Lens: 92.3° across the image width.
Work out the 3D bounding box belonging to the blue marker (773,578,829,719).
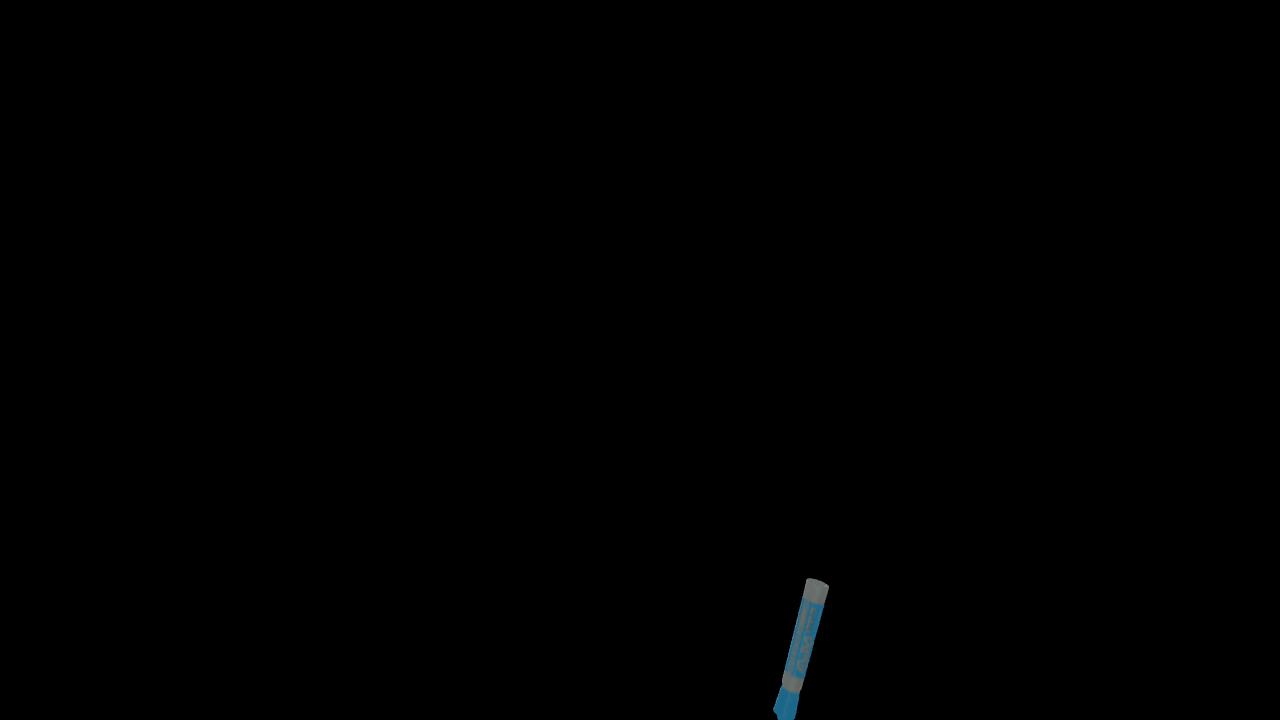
[{"bbox_3d":[0.136,0.247,0.522,0.020,0.121,0.020,15,-1,0],"label":"blue marker"}]
